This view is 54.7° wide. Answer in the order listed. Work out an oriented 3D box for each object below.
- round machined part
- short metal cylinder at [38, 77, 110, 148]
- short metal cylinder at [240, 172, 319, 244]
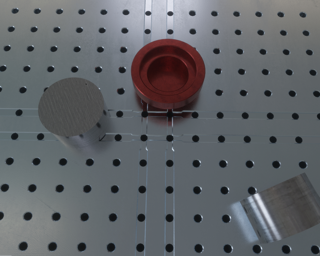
[{"bbox_3d":[0.011,-0.070,0.428,0.099,0.042,0.098,0,70,0],"label":"round machined part"},{"bbox_3d":[-0.109,-0.019,0.404,0.081,0.050,0.080,0,70,0],"label":"short metal cylinder"},{"bbox_3d":[0.139,0.090,0.350,0.080,0.080,0.050,-21,72,-8],"label":"short metal cylinder"}]
